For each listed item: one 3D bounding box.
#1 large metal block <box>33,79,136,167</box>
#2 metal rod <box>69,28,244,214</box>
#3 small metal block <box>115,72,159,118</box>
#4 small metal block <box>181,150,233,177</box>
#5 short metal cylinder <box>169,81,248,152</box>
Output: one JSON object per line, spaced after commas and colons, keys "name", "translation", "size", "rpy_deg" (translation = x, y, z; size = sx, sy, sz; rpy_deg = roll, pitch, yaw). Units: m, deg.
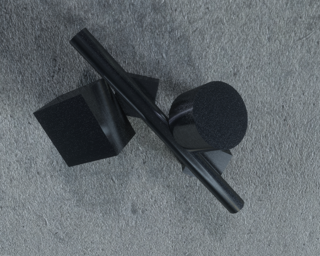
{"name": "large metal block", "translation": [-0.090, -0.005, 0.377], "size": [0.080, 0.050, 0.080], "rpy_deg": [-15, 112, 30]}
{"name": "metal rod", "translation": [0.007, 0.002, 0.385], "size": [0.025, 0.025, 0.300], "rpy_deg": [-39, 106, 13]}
{"name": "small metal block", "translation": [-0.031, -0.042, 0.396], "size": [0.050, 0.025, 0.050], "rpy_deg": [11, 110, -5]}
{"name": "small metal block", "translation": [0.064, 0.044, 0.429], "size": [0.050, 0.025, 0.050], "rpy_deg": [23, 108, -9]}
{"name": "short metal cylinder", "translation": [0.058, -0.011, 0.373], "size": [0.081, 0.050, 0.080], "rpy_deg": [5, 80, -29]}
